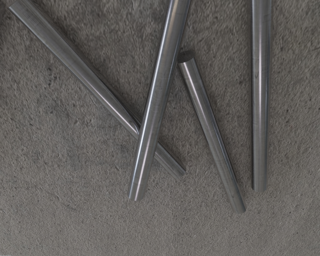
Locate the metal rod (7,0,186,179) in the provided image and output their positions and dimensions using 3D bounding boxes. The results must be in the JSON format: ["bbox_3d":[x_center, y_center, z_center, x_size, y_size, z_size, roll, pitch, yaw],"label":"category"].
[{"bbox_3d":[-0.055,-0.029,0.381,0.025,0.025,0.300,-27,125,21],"label":"metal rod"}]

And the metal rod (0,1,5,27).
[{"bbox_3d":[-0.239,-0.024,0.384,0.025,0.025,0.298,24,126,-19],"label":"metal rod"}]

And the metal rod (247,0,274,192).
[{"bbox_3d":[0.126,-0.021,0.390,0.025,0.025,0.299,-9,130,7],"label":"metal rod"}]

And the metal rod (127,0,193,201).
[{"bbox_3d":[-0.004,-0.029,0.359,0.025,0.025,0.298,9,123,-8],"label":"metal rod"}]

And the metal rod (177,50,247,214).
[{"bbox_3d":[0.080,0.028,0.431,0.025,0.025,0.299,-16,129,13],"label":"metal rod"}]
